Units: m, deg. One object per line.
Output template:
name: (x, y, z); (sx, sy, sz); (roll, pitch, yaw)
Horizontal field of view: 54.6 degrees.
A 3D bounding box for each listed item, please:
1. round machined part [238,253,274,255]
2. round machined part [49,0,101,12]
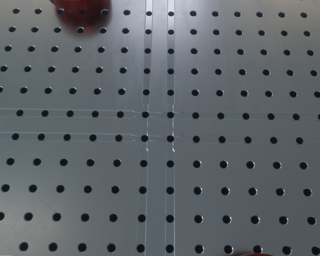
round machined part: (0.106, 0.187, 0.335); (0.099, 0.042, 0.098); (0, 70, 0)
round machined part: (-0.129, -0.222, 0.483); (0.099, 0.042, 0.098); (0, 70, 0)
